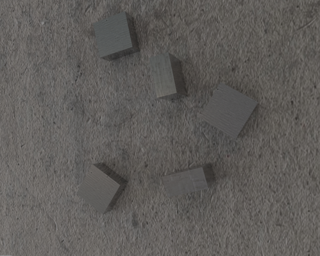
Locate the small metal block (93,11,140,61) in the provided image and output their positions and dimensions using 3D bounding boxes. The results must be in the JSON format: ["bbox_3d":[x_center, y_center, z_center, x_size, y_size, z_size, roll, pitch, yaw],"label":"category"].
[{"bbox_3d":[-0.060,-0.126,0.430,0.050,0.025,0.050,-13,86,19],"label":"small metal block"}]

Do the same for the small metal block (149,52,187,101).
[{"bbox_3d":[0.012,-0.063,0.391,0.025,0.050,0.050,-13,86,20],"label":"small metal block"}]

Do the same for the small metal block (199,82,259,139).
[{"bbox_3d":[0.085,-0.021,0.379,0.050,0.025,0.050,32,100,17],"label":"small metal block"}]

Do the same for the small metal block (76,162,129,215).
[{"bbox_3d":[-0.081,0.084,0.438,0.050,0.025,0.050,33,101,17],"label":"small metal block"}]

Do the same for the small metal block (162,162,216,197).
[{"bbox_3d":[0.037,0.063,0.382,0.050,0.050,0.025,-17,85,19],"label":"small metal block"}]
